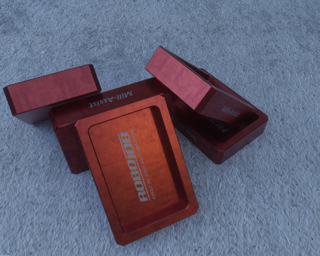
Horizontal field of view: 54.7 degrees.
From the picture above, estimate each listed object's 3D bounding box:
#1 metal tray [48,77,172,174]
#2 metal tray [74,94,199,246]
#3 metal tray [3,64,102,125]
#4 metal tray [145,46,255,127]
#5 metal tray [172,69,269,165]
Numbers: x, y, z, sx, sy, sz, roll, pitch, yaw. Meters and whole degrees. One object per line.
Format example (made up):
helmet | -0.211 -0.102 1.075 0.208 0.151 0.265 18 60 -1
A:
metal tray | -0.052 -0.002 0.363 0.131 0.089 0.030 -20 53 -16
metal tray | -0.022 0.040 0.314 0.091 0.030 0.129 -20 98 -16
metal tray | -0.123 -0.036 0.372 0.091 0.130 0.030 -19 92 -16
metal tray | 0.053 -0.046 0.371 0.090 0.030 0.131 45 18 30
metal tray | 0.066 -0.022 0.420 0.091 0.030 0.130 -31 57 -24
